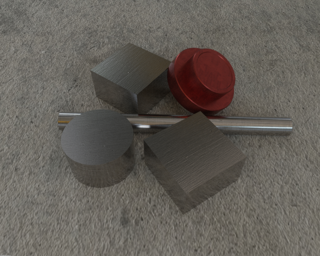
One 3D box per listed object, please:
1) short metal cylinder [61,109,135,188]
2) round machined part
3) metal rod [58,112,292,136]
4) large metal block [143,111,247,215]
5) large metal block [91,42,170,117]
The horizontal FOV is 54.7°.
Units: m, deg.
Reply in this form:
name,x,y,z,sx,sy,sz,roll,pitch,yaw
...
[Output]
name,x,y,z,sx,sy,sz,roll,pitch,yaw
short metal cylinder,-0.070,0.024,0.367,0.081,0.050,0.080,0,50,0
round machined part,0.063,-0.068,0.421,0.099,0.042,0.098,12,63,-25
metal rod,0.019,-0.005,0.411,0.302,0.025,0.025,1,50,0
large metal block,0.037,0.038,0.357,0.081,0.050,0.080,-27,55,-21
large metal block,-0.037,-0.068,0.443,0.080,0.050,0.080,30,56,22
